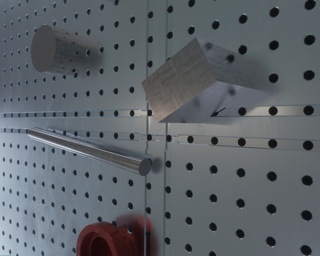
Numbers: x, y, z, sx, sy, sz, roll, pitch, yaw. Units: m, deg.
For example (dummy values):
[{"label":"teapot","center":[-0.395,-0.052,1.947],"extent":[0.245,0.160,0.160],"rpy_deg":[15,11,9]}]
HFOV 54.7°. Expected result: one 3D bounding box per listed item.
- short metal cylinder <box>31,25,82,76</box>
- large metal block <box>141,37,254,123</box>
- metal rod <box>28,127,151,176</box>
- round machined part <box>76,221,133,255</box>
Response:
[{"label":"short metal cylinder","center":[-0.182,-0.134,0.543],"extent":[0.080,0.050,0.079],"rpy_deg":[0,90,40]},{"label":"large metal block","center":[0.042,-0.046,0.339],"extent":[0.080,0.081,0.050],"rpy_deg":[-34,69,35]},{"label":"metal rod","center":[-0.135,0.032,0.520],"extent":[0.300,0.025,0.025],"rpy_deg":[11,97,39]},{"label":"round machined part","center":[-0.078,0.189,0.463],"extent":[0.098,0.042,0.097],"rpy_deg":[0,90,40]}]
